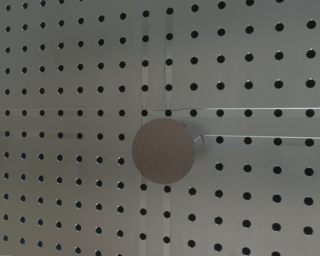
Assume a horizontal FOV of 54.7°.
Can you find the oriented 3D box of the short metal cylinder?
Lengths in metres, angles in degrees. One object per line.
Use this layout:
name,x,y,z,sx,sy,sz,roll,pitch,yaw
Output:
short metal cylinder,0.012,0.028,0.394,0.080,0.050,0.079,0,90,19
